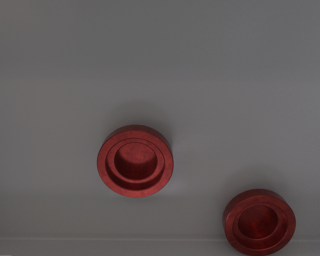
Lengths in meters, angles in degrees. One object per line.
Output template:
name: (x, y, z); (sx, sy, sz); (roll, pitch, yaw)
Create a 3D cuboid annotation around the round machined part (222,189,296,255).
round machined part: (0.140, 0.132, 0.449); (0.099, 0.042, 0.097); (0, 106, 0)

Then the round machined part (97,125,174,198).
round machined part: (-0.032, 0.041, 0.417); (0.099, 0.042, 0.097); (0, 110, 0)
